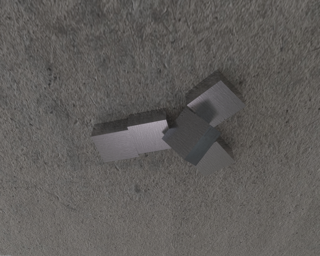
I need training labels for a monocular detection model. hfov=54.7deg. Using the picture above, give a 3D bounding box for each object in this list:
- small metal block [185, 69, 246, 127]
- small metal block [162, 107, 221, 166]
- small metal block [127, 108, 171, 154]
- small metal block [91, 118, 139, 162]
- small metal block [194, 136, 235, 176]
[{"bbox_3d":[0.067,-0.035,0.378,0.050,0.025,0.050,-37,122,26],"label":"small metal block"},{"bbox_3d":[0.038,0.010,0.382,0.025,0.050,0.050,33,96,-43],"label":"small metal block"},{"bbox_3d":[-0.011,0.004,0.411,0.050,0.025,0.050,-11,130,9],"label":"small metal block"},{"bbox_3d":[-0.059,0.017,0.421,0.050,0.025,0.050,-10,130,8],"label":"small metal block"},{"bbox_3d":[0.070,0.036,0.438,0.050,0.025,0.050,-31,124,23],"label":"small metal block"}]
